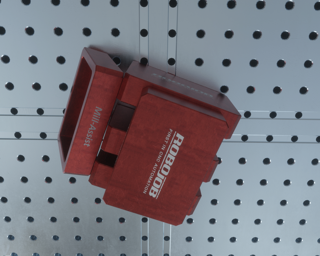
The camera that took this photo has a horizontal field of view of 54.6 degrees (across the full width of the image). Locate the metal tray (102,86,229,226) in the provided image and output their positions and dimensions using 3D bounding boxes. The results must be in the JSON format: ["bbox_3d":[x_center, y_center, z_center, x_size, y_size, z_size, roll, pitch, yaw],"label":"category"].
[{"bbox_3d":[0.003,0.032,0.326,0.090,0.030,0.129,20,109,-7],"label":"metal tray"}]

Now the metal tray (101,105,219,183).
[{"bbox_3d":[0.000,0.016,0.383,0.131,0.090,0.030,18,108,-8],"label":"metal tray"}]

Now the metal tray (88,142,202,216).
[{"bbox_3d":[-0.017,0.057,0.399,0.131,0.090,0.030,20,109,-8],"label":"metal tray"}]

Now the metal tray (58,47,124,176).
[{"bbox_3d":[-0.087,-0.021,0.367,0.030,0.090,0.129,12,111,-28],"label":"metal tray"}]

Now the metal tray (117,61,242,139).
[{"bbox_3d":[0.021,-0.036,0.364,0.131,0.090,0.030,20,109,-7],"label":"metal tray"}]
